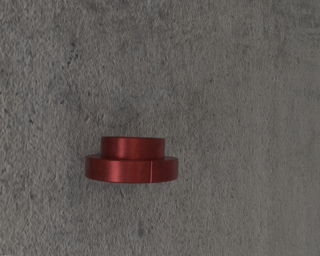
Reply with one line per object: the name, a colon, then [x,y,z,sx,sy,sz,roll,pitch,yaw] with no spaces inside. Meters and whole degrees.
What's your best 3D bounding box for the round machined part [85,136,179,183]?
round machined part: [-0.029,0.031,0.332,0.099,0.098,0.042,3,88,-40]
